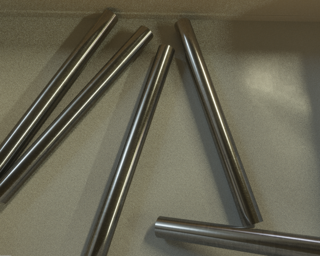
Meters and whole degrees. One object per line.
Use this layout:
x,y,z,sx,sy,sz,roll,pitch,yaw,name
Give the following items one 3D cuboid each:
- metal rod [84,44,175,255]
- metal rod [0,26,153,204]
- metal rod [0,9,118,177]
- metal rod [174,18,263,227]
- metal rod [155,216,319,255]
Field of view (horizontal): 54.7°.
-0.034,0.020,0.401,0.025,0.025,0.299,16,71,5,metal rod
-0.109,-0.029,0.418,0.025,0.025,0.300,35,73,11,metal rod
-0.148,-0.048,0.425,0.025,0.025,0.300,28,72,9,metal rod
0.072,-0.021,0.418,0.025,0.025,0.299,-14,71,-5,metal rod
0.136,0.118,0.306,0.301,0.025,0.025,0,68,25,metal rod
